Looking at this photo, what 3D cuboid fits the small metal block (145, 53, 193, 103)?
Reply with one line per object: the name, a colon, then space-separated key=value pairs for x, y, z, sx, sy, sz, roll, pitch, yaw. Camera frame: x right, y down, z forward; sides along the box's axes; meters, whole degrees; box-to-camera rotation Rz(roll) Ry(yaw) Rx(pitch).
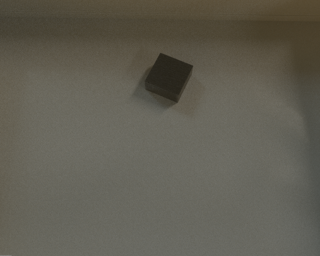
small metal block: x=0.013 y=-0.071 z=0.436 sx=0.050 sy=0.025 sz=0.050 roll=24 pitch=72 yaw=8
